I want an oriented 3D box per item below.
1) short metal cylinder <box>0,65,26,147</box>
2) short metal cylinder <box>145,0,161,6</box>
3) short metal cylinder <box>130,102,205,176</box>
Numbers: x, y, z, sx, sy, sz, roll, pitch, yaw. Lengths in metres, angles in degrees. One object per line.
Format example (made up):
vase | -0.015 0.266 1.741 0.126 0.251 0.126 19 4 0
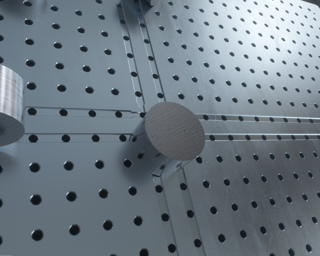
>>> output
short metal cylinder | -0.171 -0.020 0.293 0.081 0.080 0.050 3 61 -27
short metal cylinder | -0.009 -0.257 0.525 0.050 0.080 0.080 41 51 -1
short metal cylinder | 0.009 0.014 0.388 0.081 0.050 0.080 14 56 -21
